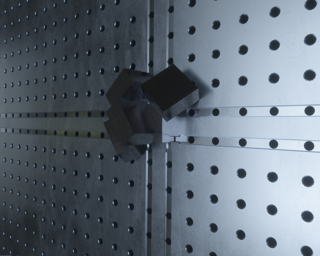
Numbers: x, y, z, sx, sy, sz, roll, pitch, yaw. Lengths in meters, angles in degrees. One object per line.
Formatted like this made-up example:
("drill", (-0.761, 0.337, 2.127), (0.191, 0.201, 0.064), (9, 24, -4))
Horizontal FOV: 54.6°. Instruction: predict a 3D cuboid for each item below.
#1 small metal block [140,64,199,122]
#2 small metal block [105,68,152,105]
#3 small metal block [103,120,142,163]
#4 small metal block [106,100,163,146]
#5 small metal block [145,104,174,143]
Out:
("small metal block", (0.013, -0.044, 0.382), (0.050, 0.025, 0.050), (-35, 61, -9))
("small metal block", (-0.038, -0.052, 0.426), (0.050, 0.050, 0.025), (-48, 61, 29))
("small metal block", (-0.052, 0.016, 0.433), (0.025, 0.050, 0.050), (-26, 69, -2))
("small metal block", (-0.032, -0.006, 0.388), (0.025, 0.050, 0.050), (-43, 65, 31))
("small metal block", (-0.009, -0.007, 0.417), (0.050, 0.025, 0.050), (1, 90, 39))
